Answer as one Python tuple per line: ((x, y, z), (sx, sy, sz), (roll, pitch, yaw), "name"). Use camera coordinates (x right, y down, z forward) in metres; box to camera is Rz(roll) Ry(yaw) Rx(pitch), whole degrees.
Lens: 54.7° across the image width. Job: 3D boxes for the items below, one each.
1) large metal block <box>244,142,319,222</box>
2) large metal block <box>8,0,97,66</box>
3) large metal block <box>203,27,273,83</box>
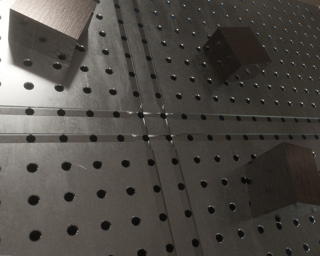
((0.165, 0.076, 0.418), (0.050, 0.080, 0.080), (13, 56, -21), "large metal block")
((-0.138, -0.141, 0.405), (0.080, 0.050, 0.080), (23, 53, -15), "large metal block")
((0.136, -0.130, 0.548), (0.081, 0.050, 0.080), (-13, 69, -34), "large metal block")
